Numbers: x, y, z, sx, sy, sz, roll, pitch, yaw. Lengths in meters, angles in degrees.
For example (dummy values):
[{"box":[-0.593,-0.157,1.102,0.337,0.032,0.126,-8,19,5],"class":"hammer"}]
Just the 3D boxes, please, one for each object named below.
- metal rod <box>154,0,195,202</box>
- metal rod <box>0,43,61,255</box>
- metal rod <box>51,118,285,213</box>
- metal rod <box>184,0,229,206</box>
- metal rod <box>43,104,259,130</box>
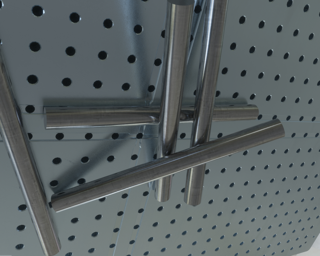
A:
[{"box":[0.011,-0.006,0.380,0.025,0.025,0.298,-15,136,-20],"class":"metal rod"},{"box":[-0.154,0.043,0.354,0.025,0.025,0.298,-15,125,-20],"class":"metal rod"},{"box":[0.008,0.049,0.393,0.301,0.025,0.025,-19,128,3],"class":"metal rod"},{"box":[0.057,-0.035,0.394,0.025,0.025,0.298,-6,113,-26],"class":"metal rod"},{"box":[0.009,-0.017,0.406,0.303,0.025,0.025,-3,120,-27],"class":"metal rod"}]
